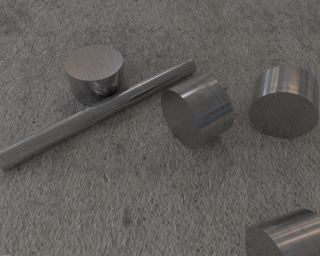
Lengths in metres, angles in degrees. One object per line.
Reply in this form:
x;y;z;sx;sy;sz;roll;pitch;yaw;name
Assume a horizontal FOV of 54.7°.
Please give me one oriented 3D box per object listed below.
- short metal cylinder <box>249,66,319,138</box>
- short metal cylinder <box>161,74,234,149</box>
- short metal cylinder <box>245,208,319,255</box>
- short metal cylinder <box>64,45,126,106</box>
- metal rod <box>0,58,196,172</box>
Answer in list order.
0.158;-0.032;0.395;0.080;0.080;0.050;14;52;11;short metal cylinder
0.045;-0.020;0.385;0.050;0.080;0.080;-28;56;-22;short metal cylinder
0.118;0.117;0.270;0.050;0.080;0.080;-15;52;-12;short metal cylinder
-0.092;-0.077;0.451;0.081;0.050;0.080;0;50;0;short metal cylinder
-0.071;-0.028;0.426;0.302;0.025;0.025;-30;57;-23;metal rod
